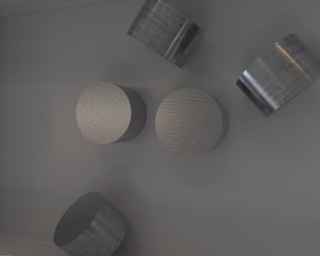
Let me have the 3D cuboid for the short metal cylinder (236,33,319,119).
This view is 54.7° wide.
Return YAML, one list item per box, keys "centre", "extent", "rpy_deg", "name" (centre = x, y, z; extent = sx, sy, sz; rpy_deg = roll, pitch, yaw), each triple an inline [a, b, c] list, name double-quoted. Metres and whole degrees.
- centre: [0.130, -0.055, 0.335]
  extent: [0.080, 0.080, 0.050]
  rpy_deg: [-41, 77, 15]
  name: "short metal cylinder"

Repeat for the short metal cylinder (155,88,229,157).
- centre: [0.041, -0.007, 0.383]
  extent: [0.080, 0.050, 0.080]
  rpy_deg: [0, 90, 20]
  name: "short metal cylinder"

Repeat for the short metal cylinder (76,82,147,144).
- centre: [-0.065, -0.019, 0.420]
  extent: [0.080, 0.050, 0.080]
  rpy_deg: [0, 90, 20]
  name: "short metal cylinder"

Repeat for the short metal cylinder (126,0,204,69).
- centre: [0.007, -0.115, 0.379]
  extent: [0.080, 0.080, 0.050]
  rpy_deg: [36, 102, 16]
  name: "short metal cylinder"

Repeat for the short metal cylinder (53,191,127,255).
- centre: [-0.091, 0.131, 0.406]
  extent: [0.080, 0.080, 0.050]
  rpy_deg: [-33, 116, 17]
  name: "short metal cylinder"
